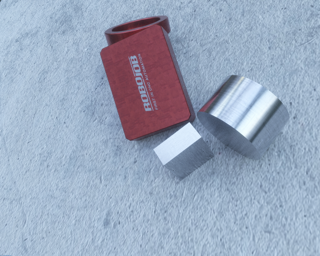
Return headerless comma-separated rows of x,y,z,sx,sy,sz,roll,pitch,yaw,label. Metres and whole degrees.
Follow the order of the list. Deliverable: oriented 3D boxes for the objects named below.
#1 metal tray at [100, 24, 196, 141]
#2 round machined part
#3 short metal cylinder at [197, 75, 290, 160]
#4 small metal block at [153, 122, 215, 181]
-0.017,-0.057,0.406,0.090,0.030,0.129,-20,82,16,metal tray
-0.031,-0.138,0.474,0.098,0.042,0.098,-11,27,6,round machined part
0.087,-0.011,0.329,0.080,0.080,0.050,33,80,38,short metal cylinder
0.029,0.028,0.355,0.050,0.050,0.025,-37,51,3,small metal block
